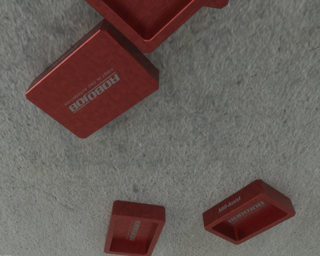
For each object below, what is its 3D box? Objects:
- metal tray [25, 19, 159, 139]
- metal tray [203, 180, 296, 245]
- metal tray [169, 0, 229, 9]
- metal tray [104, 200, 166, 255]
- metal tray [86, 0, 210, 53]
[{"bbox_3d":[-0.077,-0.050,0.360,0.130,0.030,0.090,-32,124,23],"label":"metal tray"},{"bbox_3d":[0.150,0.149,0.532,0.090,0.030,0.129,33,123,-25],"label":"metal tray"},{"bbox_3d":[0.004,-0.161,0.266,0.131,0.030,0.089,6,130,-6],"label":"metal tray"},{"bbox_3d":[-0.048,0.186,0.561,0.091,0.030,0.129,10,130,-9],"label":"metal tray"},{"bbox_3d":[-0.025,-0.134,0.248,0.090,0.030,0.130,-37,122,27],"label":"metal tray"}]
